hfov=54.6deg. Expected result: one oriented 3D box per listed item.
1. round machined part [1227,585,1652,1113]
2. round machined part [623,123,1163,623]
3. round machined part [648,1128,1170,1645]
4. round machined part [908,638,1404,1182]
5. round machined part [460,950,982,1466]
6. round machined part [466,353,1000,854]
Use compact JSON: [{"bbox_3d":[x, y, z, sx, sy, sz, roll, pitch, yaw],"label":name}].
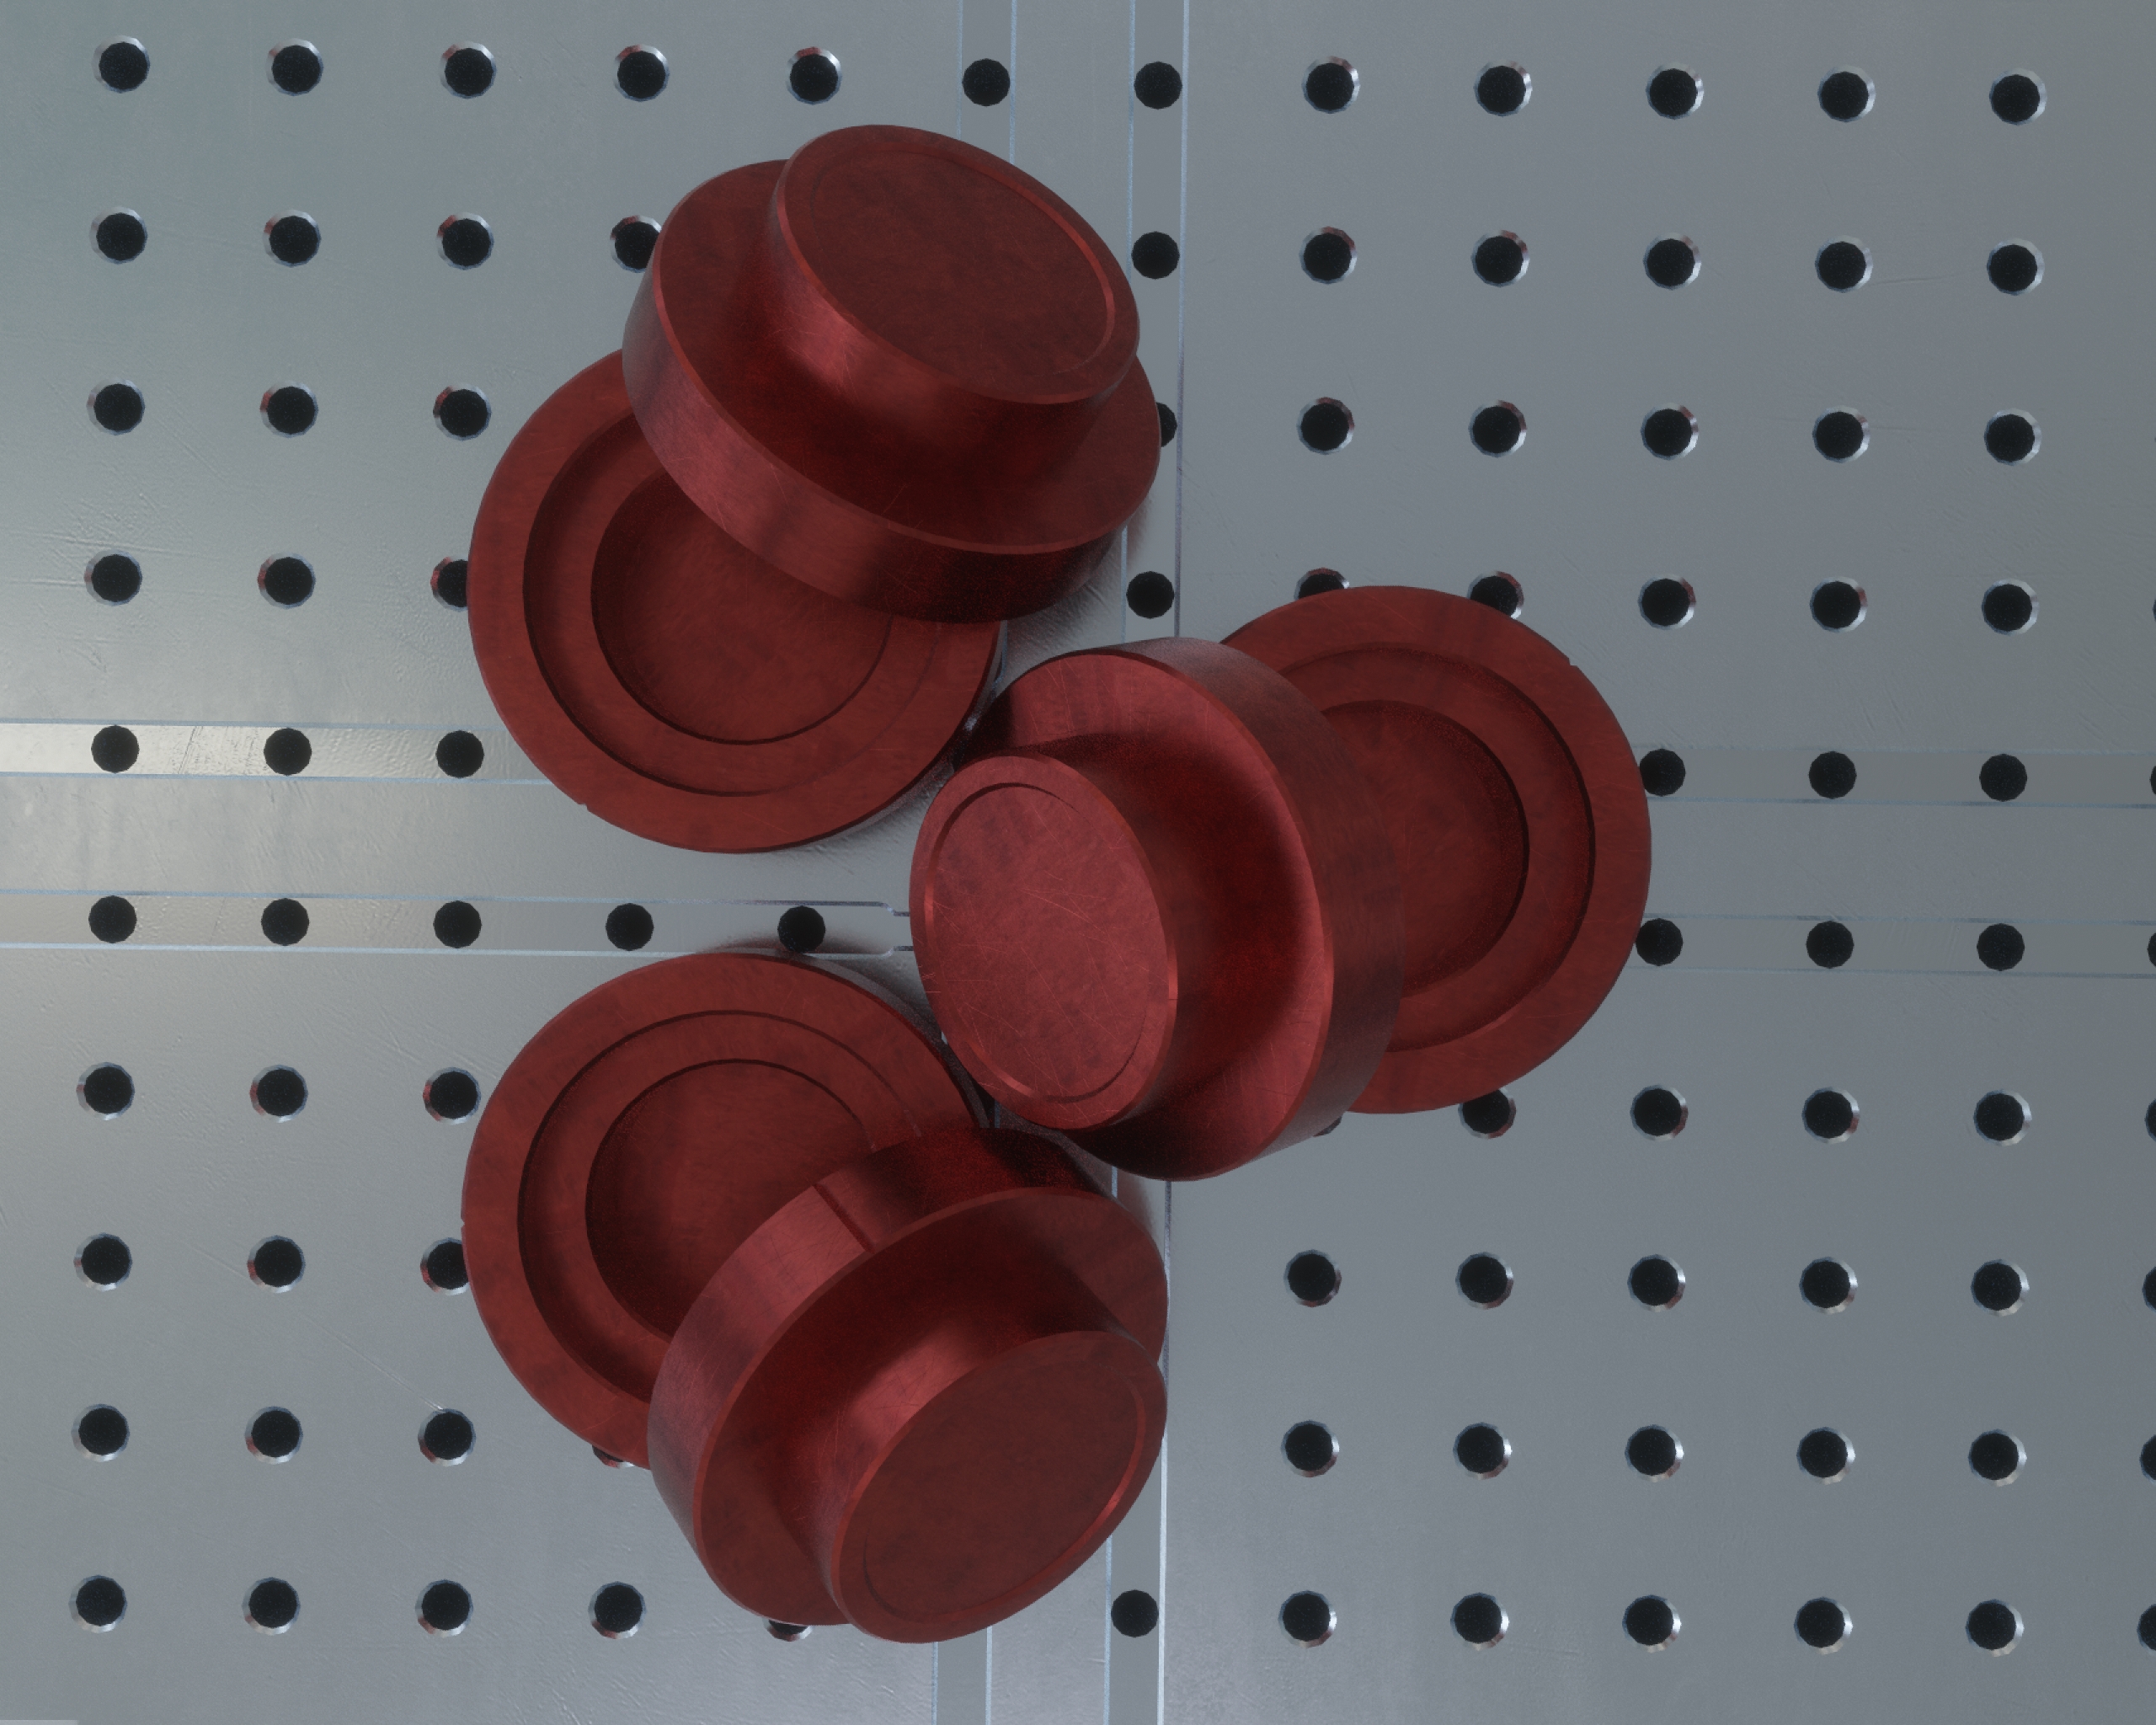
[{"bbox_3d":[0.057,-0.003,0.405,0.099,0.042,0.097,0,90,0],"label":"round machined part"},{"bbox_3d":[-0.028,-0.094,0.377,0.099,0.042,0.098,16,49,-20],"label":"round machined part"},{"bbox_3d":[-0.023,0.100,0.376,0.099,0.042,0.097,-20,128,-27],"label":"round machined part"},{"bbox_3d":[0.007,0.010,0.375,0.042,0.098,0.098,-14,90,-42],"label":"round machined part"},{"bbox_3d":[-0.064,0.065,0.404,0.099,0.042,0.097,0,90,0],"label":"round machined part"},{"bbox_3d":[-0.063,-0.050,0.403,0.099,0.042,0.097,0,90,0],"label":"round machined part"}]
